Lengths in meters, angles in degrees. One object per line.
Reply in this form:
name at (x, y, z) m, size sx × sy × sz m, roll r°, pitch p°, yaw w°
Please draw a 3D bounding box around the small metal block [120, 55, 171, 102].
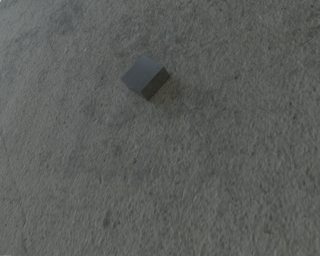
small metal block at (-0.022, -0.075, 0.460) m, size 0.050 × 0.025 × 0.050 m, roll -48°, pitch 52°, yaw -6°
